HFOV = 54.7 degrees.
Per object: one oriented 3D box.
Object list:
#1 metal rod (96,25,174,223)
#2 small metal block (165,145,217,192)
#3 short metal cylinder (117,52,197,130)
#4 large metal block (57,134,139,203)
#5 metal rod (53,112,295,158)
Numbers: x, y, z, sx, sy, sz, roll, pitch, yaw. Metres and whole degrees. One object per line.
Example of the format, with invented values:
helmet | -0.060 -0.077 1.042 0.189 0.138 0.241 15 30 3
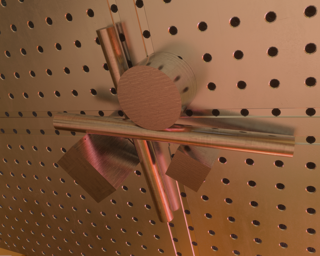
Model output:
metal rod | -0.027 0.011 0.431 0.025 0.025 0.298 -2 118 29
small metal block | 0.041 0.052 0.421 0.050 0.025 0.050 29 128 9
short metal cylinder | -0.003 -0.044 0.368 0.080 0.050 0.079 13 124 20
large metal block | -0.082 0.045 0.443 0.080 0.080 0.050 46 129 -5
metal rod | 0.005 0.006 0.387 0.301 0.025 0.025 6 121 16
